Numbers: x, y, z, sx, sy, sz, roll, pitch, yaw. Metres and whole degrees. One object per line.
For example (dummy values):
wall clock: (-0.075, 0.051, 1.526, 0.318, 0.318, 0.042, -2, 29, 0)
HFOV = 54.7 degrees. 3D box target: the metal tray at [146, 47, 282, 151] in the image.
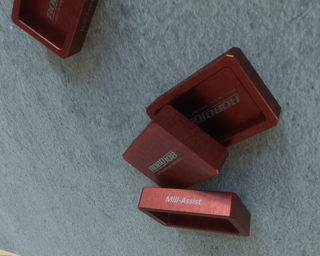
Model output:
metal tray: (0.058, -0.020, 0.359, 0.130, 0.030, 0.090, -31, 102, 37)

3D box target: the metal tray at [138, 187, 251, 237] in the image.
metal tray: (0.048, 0.113, 0.419, 0.130, 0.030, 0.090, -2, 148, 28)

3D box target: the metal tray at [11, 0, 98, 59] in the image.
metal tray: (-0.122, -0.160, 0.366, 0.090, 0.030, 0.129, 36, 129, 3)

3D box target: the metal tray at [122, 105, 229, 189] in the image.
metal tray: (0.012, 0.034, 0.386, 0.090, 0.030, 0.129, 38, 149, -4)
